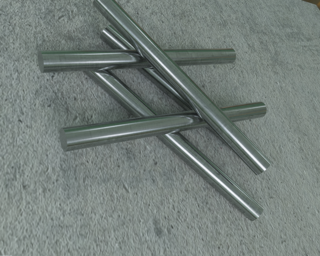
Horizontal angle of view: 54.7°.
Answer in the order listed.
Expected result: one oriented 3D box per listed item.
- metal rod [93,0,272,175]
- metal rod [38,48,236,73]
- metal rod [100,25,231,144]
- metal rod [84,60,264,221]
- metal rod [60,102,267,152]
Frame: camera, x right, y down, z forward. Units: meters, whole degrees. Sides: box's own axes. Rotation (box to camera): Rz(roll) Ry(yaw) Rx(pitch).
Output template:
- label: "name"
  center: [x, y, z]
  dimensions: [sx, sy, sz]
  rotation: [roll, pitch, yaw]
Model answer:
- label: "metal rod"
  center: [0.025, -0.059, 0.393]
  dimensions: [0.300, 0.025, 0.025]
  rotation: [47, 51, 4]
- label: "metal rod"
  center: [-0.009, -0.097, 0.429]
  dimensions: [0.303, 0.025, 0.025]
  rotation: [-10, 67, -33]
- label: "metal rod"
  center: [0.036, -0.043, 0.452]
  dimensions: [0.300, 0.025, 0.025]
  rotation: [40, 51, -1]
- label: "metal rod"
  center: [0.015, 0.012, 0.406]
  dimensions: [0.300, 0.025, 0.025]
  rotation: [42, 51, 0]
- label: "metal rod"
  center: [0.028, -0.008, 0.395]
  dimensions: [0.303, 0.025, 0.025]
  rotation: [-9, 67, -32]
